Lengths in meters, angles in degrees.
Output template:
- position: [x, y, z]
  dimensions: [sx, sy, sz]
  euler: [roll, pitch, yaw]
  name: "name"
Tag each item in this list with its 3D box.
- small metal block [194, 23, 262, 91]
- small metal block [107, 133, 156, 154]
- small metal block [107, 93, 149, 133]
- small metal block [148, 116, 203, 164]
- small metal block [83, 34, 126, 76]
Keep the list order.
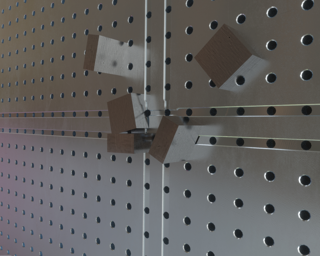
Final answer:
- position: [0.075, -0.078, 0.346]
  dimensions: [0.050, 0.025, 0.050]
  euler: [-47, 63, 29]
  name: "small metal block"
- position: [-0.036, 0.020, 0.420]
  dimensions: [0.050, 0.050, 0.025]
  euler: [-1, 90, 39]
  name: "small metal block"
- position: [-0.047, -0.019, 0.446]
  dimensions: [0.050, 0.025, 0.050]
  euler: [-16, 80, 38]
  name: "small metal block"
- position: [0.019, 0.014, 0.375]
  dimensions: [0.025, 0.050, 0.050]
  euler: [34, 111, 34]
  name: "small metal block"
- position: [-0.082, -0.107, 0.458]
  dimensions: [0.025, 0.050, 0.050]
  euler: [18, 101, 38]
  name: "small metal block"
